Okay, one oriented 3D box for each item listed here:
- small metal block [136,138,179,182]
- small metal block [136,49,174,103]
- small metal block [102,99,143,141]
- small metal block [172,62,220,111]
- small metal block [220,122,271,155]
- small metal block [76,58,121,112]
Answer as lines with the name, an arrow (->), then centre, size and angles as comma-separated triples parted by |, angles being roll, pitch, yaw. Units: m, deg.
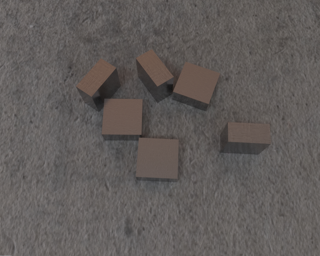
small metal block -> -0.003, 0.041, 0.393 | 0.050, 0.025, 0.050 | 3, 70, 0
small metal block -> -0.007, -0.069, 0.420 | 0.025, 0.050, 0.050 | -33, 74, -11
small metal block -> -0.048, -0.011, 0.412 | 0.050, 0.025, 0.050 | 1, 70, 0
small metal block -> 0.050, -0.058, 0.430 | 0.050, 0.025, 0.050 | 20, 71, 7
small metal block -> 0.106, 0.014, 0.391 | 0.050, 0.050, 0.025 | 3, 70, 1
small metal block -> -0.080, -0.056, 0.414 | 0.025, 0.050, 0.050 | 33, 73, 11
